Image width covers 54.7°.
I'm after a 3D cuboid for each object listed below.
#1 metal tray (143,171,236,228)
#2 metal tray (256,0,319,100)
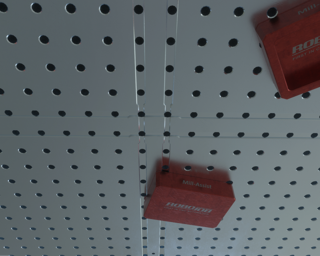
[{"bbox_3d":[0.046,0.121,0.512,0.131,0.030,0.089,12,129,-10],"label":"metal tray"},{"bbox_3d":[0.181,-0.094,0.331,0.130,0.030,0.090,-22,127,17],"label":"metal tray"}]
